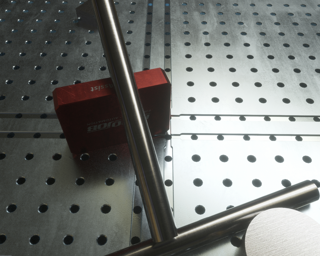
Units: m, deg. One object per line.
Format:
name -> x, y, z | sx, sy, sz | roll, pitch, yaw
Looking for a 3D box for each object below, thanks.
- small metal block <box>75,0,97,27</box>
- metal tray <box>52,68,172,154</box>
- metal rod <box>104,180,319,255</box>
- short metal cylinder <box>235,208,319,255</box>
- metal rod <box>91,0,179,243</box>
small metal block -> -0.123, -0.221, 0.592 | 0.050, 0.025, 0.050 | 25, 54, 19
metal tray -> -0.054, -0.019, 0.380 | 0.131, 0.089, 0.030 | -14, 52, -12
metal rod -> 0.030, 0.111, 0.314 | 0.302, 0.025, 0.025 | -16, 52, -14
short metal cylinder -> 0.115, 0.123, 0.290 | 0.081, 0.050, 0.080 | 0, 50, 0
metal rod -> -0.035, -0.036, 0.324 | 0.025, 0.025, 0.299 | -13, 76, -11
